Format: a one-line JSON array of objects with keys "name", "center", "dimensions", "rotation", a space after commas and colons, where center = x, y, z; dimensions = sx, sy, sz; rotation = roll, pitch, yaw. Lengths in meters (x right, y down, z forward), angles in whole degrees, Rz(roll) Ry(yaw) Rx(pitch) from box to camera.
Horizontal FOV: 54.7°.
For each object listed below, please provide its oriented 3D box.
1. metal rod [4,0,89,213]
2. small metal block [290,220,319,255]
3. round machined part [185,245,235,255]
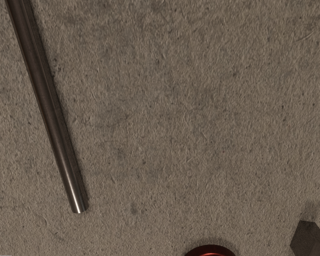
[{"name": "metal rod", "center": [-0.141, -0.021, 0.399], "dimensions": [0.025, 0.025, 0.298], "rotation": [-9, 110, 3]}, {"name": "small metal block", "center": [0.224, 0.176, 0.465], "dimensions": [0.025, 0.050, 0.050], "rotation": [9, 110, -4]}, {"name": "round machined part", "center": [0.081, 0.238, 0.490], "dimensions": [0.099, 0.042, 0.097], "rotation": [0, 110, -1]}]
